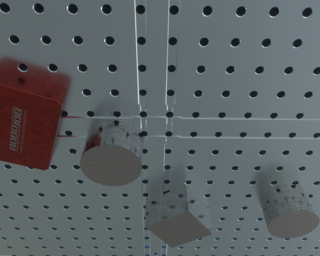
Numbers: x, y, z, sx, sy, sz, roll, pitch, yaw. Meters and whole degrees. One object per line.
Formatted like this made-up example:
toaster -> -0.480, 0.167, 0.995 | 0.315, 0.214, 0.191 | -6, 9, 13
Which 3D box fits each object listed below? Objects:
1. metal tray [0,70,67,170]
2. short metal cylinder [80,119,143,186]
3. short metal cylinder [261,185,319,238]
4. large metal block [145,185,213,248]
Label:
metal tray -> -0.179, -0.006, 0.402 | 0.091, 0.030, 0.129 | 16, 128, -13
short metal cylinder -> -0.064, 0.035, 0.424 | 0.081, 0.050, 0.079 | 0, 130, 0
short metal cylinder -> 0.214, 0.140, 0.517 | 0.081, 0.050, 0.079 | 0, 130, 0
large metal block -> 0.032, 0.151, 0.524 | 0.080, 0.050, 0.080 | -27, 126, 21
